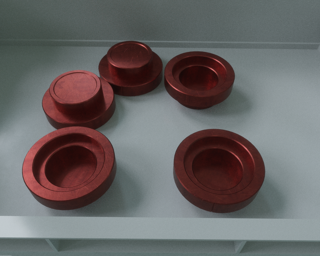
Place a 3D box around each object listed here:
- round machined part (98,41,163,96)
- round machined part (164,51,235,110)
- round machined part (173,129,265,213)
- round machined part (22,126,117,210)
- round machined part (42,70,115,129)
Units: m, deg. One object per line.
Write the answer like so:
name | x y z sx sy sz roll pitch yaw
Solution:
round machined part | -0.045 -0.097 0.475 0.099 0.042 0.098 0 50 0
round machined part | 0.055 -0.065 0.449 0.099 0.042 0.098 0 50 0
round machined part | 0.064 0.051 0.352 0.099 0.042 0.098 0 50 0
round machined part | -0.099 0.048 0.352 0.099 0.042 0.098 0 50 0
round machined part | -0.113 -0.043 0.429 0.099 0.042 0.098 0 50 0
